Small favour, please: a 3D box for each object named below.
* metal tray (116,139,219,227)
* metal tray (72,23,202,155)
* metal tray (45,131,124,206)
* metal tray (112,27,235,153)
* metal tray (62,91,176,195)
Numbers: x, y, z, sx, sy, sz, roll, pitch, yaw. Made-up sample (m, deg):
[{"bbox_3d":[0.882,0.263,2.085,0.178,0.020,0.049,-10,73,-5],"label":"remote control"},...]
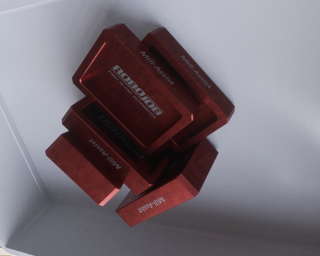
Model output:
[{"bbox_3d":[0.008,0.070,0.402,0.030,0.090,0.129,49,128,-6],"label":"metal tray"},{"bbox_3d":[-0.029,-0.040,0.353,0.130,0.030,0.090,45,129,-3],"label":"metal tray"},{"bbox_3d":[-0.083,0.039,0.406,0.090,0.130,0.030,45,99,-3],"label":"metal tray"},{"bbox_3d":[0.013,-0.041,0.372,0.130,0.030,0.090,48,130,-5],"label":"metal tray"},{"bbox_3d":[-0.045,0.009,0.391,0.130,0.090,0.030,45,129,-3],"label":"metal tray"}]
